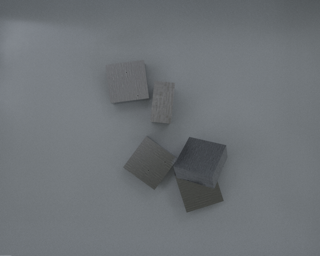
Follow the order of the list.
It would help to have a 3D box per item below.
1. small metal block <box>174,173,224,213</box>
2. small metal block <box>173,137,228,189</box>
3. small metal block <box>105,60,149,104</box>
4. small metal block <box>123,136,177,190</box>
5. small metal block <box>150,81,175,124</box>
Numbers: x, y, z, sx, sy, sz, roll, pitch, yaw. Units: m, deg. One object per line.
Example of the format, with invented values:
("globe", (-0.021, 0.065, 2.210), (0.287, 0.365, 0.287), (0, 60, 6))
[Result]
("small metal block", (0.051, 0.078, 0.412), (0.050, 0.025, 0.050), (-17, 90, 0))
("small metal block", (0.052, 0.043, 0.390), (0.050, 0.025, 0.050), (13, 52, 26))
("small metal block", (-0.042, -0.060, 0.411), (0.050, 0.025, 0.050), (-7, 90, 0))
("small metal block", (-0.012, 0.045, 0.411), (0.050, 0.025, 0.050), (36, 90, 0))
("small metal block", (0.003, -0.031, 0.399), (0.025, 0.050, 0.050), (6, 90, 0))
